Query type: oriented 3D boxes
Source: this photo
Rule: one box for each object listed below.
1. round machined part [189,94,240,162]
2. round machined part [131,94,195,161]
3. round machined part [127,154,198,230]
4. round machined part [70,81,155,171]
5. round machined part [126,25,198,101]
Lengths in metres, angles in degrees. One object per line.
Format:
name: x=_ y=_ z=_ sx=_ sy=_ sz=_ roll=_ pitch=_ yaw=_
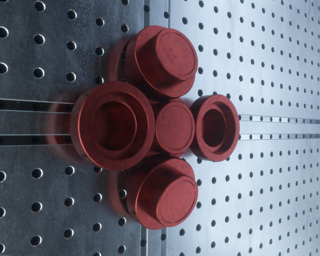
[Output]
round machined part: x=0.072 y=0.000 z=0.460 sx=0.099 sy=0.042 sz=0.097 roll=0 pitch=90 yaw=-40
round machined part: x=0.008 y=-0.001 z=0.405 sx=0.099 sy=0.042 sz=0.097 roll=0 pitch=90 yaw=-40
round machined part: x=0.010 y=0.086 z=0.394 sx=0.099 sy=0.042 sz=0.097 roll=-15 pitch=114 yaw=-36
round machined part: x=-0.056 y=-0.002 z=0.352 sx=0.099 sy=0.042 sz=0.097 roll=0 pitch=90 yaw=-40
round machined part: x=0.010 y=-0.086 z=0.393 sx=0.099 sy=0.042 sz=0.098 roll=13 pitch=68 yaw=-35
